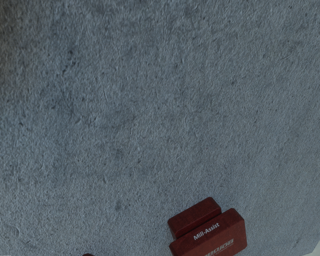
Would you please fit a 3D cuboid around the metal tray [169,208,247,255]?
[{"bbox_3d":[0.087,0.205,0.538,0.131,0.030,0.090,-26,128,-12],"label":"metal tray"}]

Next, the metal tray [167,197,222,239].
[{"bbox_3d":[0.072,0.194,0.563,0.091,0.030,0.129,-26,128,-13],"label":"metal tray"}]

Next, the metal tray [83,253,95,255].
[{"bbox_3d":[-0.130,0.267,0.498,0.130,0.030,0.090,-44,130,2],"label":"metal tray"}]
